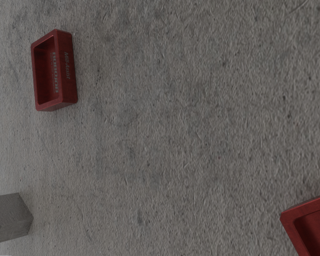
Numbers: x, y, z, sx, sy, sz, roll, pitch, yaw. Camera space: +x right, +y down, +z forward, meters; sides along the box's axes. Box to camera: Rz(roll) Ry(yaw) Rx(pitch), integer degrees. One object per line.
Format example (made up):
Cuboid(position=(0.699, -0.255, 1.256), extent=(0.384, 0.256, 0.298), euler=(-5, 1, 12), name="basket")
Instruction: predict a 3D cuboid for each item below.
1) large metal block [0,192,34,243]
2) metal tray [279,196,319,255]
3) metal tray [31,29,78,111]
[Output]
Cuboid(position=(-0.321, 0.184, 0.634), extent=(0.080, 0.081, 0.050), euler=(40, 114, 33), name="large metal block")
Cuboid(position=(0.180, 0.088, 0.252), extent=(0.130, 0.030, 0.090), euler=(-37, 68, 34), name="metal tray")
Cuboid(position=(-0.193, -0.101, 0.561), extent=(0.090, 0.030, 0.129), euler=(-11, 83, 39), name="metal tray")
